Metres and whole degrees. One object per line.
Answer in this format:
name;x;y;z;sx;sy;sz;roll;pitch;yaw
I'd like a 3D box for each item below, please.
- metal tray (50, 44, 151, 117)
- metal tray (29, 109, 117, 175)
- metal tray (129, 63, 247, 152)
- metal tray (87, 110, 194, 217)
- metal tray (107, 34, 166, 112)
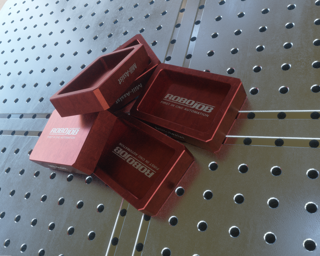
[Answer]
metal tray;-0.080;-0.069;0.435;0.090;0.030;0.130;-6;35;34
metal tray;-0.127;0.014;0.442;0.130;0.030;0.090;-1;61;44
metal tray;0.034;-0.032;0.406;0.130;0.030;0.090;20;73;35
metal tray;-0.034;0.039;0.398;0.130;0.030;0.090;28;78;37
metal tray;-0.063;-0.081;0.488;0.130;0.030;0.090;-34;50;5
